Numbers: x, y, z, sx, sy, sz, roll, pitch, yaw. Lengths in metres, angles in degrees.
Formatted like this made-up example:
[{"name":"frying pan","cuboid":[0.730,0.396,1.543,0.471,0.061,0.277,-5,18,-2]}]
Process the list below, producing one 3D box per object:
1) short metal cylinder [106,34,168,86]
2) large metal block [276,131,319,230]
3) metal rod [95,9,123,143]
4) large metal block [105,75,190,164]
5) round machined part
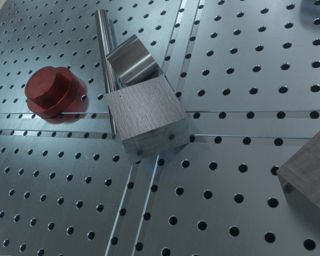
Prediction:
[{"name":"short metal cylinder","cuboid":[-0.032,-0.086,0.443,0.050,0.080,0.080,-36,51,4]},{"name":"large metal block","cuboid":[0.154,0.041,0.267,0.080,0.080,0.050,-43,51,-1]},{"name":"metal rod","cuboid":[-0.084,-0.104,0.516,0.025,0.025,0.299,-25,53,13]},{"name":"large metal block","cuboid":[-0.016,-0.012,0.393,0.080,0.050,0.080,-20,51,-8]},{"name":"round machined part","cuboid":[-0.195,-0.069,0.543,0.098,0.042,0.098,-13,56,21]}]
